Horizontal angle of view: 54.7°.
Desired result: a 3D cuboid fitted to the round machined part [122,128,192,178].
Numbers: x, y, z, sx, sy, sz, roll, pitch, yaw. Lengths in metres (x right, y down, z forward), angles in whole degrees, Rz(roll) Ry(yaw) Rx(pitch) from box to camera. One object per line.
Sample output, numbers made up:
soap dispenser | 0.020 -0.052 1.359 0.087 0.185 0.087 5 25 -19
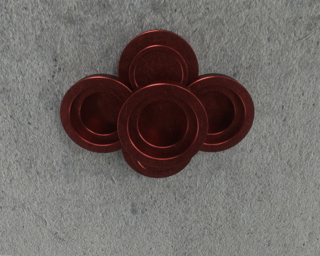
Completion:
round machined part | -0.003 0.024 0.411 0.099 0.042 0.097 0 110 -1

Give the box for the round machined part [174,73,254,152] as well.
round machined part | 0.065 -0.022 0.395 0.099 0.042 0.097 0 110 -1

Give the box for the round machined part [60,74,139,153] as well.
round machined part | -0.071 -0.021 0.393 0.099 0.042 0.097 0 110 -1

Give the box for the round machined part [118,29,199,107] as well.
round machined part | -0.002 -0.068 0.377 0.099 0.042 0.097 0 110 -1

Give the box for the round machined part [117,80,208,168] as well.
round machined part | 0.003 -0.007 0.354 0.099 0.042 0.097 0 111 -1
